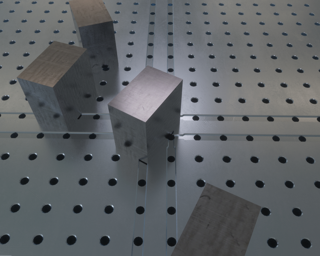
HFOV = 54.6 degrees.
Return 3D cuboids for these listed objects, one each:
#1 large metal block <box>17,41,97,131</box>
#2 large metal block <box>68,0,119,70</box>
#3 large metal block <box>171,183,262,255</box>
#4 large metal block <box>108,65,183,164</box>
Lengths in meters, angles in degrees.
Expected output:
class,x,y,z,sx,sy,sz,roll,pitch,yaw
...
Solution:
class,x,y,z,sx,sy,sz,roll,pitch,yaw
large metal block,-0.133,-0.057,0.419,0.050,0.080,0.080,16,52,13
large metal block,-0.106,-0.153,0.500,0.050,0.080,0.080,-16,52,-13
large metal block,0.046,0.111,0.279,0.050,0.080,0.080,22,54,17
large metal block,-0.015,-0.017,0.386,0.050,0.080,0.080,26,55,20
